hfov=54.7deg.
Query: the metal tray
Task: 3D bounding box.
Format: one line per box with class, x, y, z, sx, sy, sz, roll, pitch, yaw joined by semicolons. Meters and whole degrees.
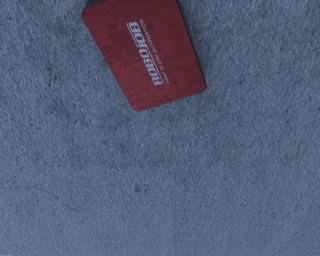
metal tray;-0.011;-0.085;0.331;0.090;0.030;0.130;-16;129;13
